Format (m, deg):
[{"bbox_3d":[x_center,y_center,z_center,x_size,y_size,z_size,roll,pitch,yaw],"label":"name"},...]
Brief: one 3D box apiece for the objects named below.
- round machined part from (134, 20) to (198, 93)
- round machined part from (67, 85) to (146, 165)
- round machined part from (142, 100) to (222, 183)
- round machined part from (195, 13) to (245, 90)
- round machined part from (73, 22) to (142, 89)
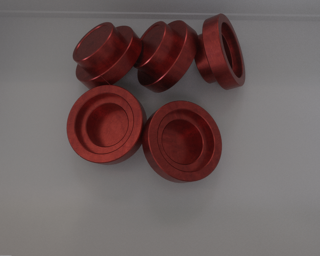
[{"bbox_3d":[0.000,-0.099,0.405,0.042,0.098,0.098,28,67,-32],"label":"round machined part"},{"bbox_3d":[-0.063,-0.002,0.392,0.098,0.042,0.098,-3,77,13],"label":"round machined part"},{"bbox_3d":[0.023,0.019,0.381,0.099,0.042,0.098,7,73,-23],"label":"round machined part"},{"bbox_3d":[0.077,-0.098,0.416,0.042,0.098,0.098,-14,67,30],"label":"round machined part"},{"bbox_3d":[-0.076,-0.101,0.410,0.098,0.042,0.098,-22,45,25],"label":"round machined part"}]
